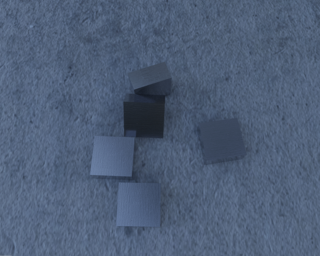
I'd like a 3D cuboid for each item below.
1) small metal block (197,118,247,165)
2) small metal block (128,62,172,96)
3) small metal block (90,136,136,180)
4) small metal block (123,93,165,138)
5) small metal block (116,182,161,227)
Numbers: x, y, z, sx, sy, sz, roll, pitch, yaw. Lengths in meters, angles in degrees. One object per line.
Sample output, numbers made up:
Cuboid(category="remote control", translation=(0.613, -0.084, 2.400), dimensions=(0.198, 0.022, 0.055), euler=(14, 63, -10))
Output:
Cuboid(category="small metal block", translation=(0.079, 0.018, 0.403), dimensions=(0.050, 0.025, 0.050), euler=(-8, 70, -4))
Cuboid(category="small metal block", translation=(-0.013, -0.058, 0.416), dimensions=(0.050, 0.050, 0.025), euler=(-19, 71, -7))
Cuboid(category="small metal block", translation=(-0.058, 0.038, 0.393), dimensions=(0.050, 0.025, 0.050), euler=(2, 70, 0))
Cuboid(category="small metal block", translation=(-0.020, -0.015, 0.398), dimensions=(0.050, 0.050, 0.025), euler=(3, 30, 0))
Cuboid(category="small metal block", translation=(-0.025, 0.093, 0.374), dimensions=(0.050, 0.025, 0.050), euler=(1, 70, 0))
